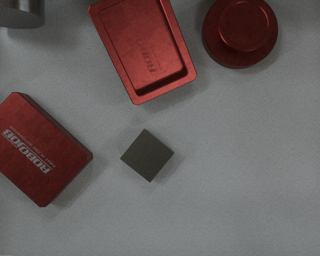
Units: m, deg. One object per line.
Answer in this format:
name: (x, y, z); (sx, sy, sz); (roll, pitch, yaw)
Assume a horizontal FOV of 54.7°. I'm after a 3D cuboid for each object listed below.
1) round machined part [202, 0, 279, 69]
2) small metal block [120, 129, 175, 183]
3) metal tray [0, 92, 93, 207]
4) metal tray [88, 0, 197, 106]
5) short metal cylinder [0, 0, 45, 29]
round machined part: (0.106, -0.129, 0.404); (0.099, 0.042, 0.097); (0, 90, -1)
small metal block: (-0.017, 0.036, 0.411); (0.050, 0.025, 0.050); (39, 90, -1)
metal tray: (-0.167, 0.027, 0.407); (0.130, 0.030, 0.090); (43, 90, -1)
metal tray: (-0.019, -0.104, 0.383); (0.090, 0.030, 0.129); (-25, 114, 0)
short metal cylinder: (-0.185, -0.159, 0.381); (0.081, 0.080, 0.050); (0, 90, -1)
